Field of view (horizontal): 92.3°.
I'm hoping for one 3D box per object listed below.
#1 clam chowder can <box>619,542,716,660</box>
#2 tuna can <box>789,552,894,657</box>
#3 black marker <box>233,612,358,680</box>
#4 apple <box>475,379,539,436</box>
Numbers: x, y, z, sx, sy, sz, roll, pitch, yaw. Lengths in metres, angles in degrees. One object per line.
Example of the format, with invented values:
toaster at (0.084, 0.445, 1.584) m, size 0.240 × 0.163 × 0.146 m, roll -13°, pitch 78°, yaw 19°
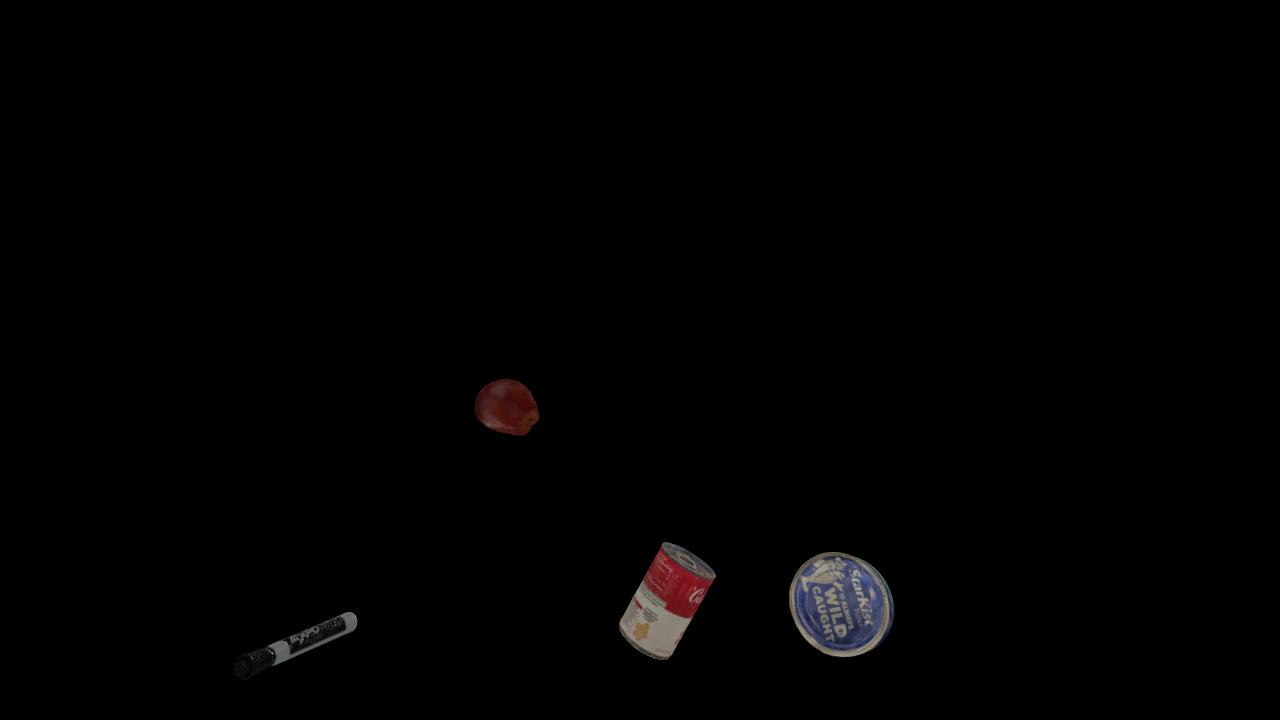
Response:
clam chowder can at (0.029, 0.261, 0.670) m, size 0.068 × 0.102 × 0.068 m, roll 30°, pitch -1°, yaw 0°
tuna can at (0.177, 0.213, 0.538) m, size 0.084 × 0.084 × 0.034 m, roll 0°, pitch -19°, yaw 32°
black marker at (-0.293, 0.244, 0.530) m, size 0.020 × 0.020 × 0.121 m, roll 0°, pitch -6°, yaw 15°
apple at (-0.192, 0.068, 0.892) m, size 0.093 × 0.079 × 0.079 m, roll 23°, pitch 12°, yaw 29°
